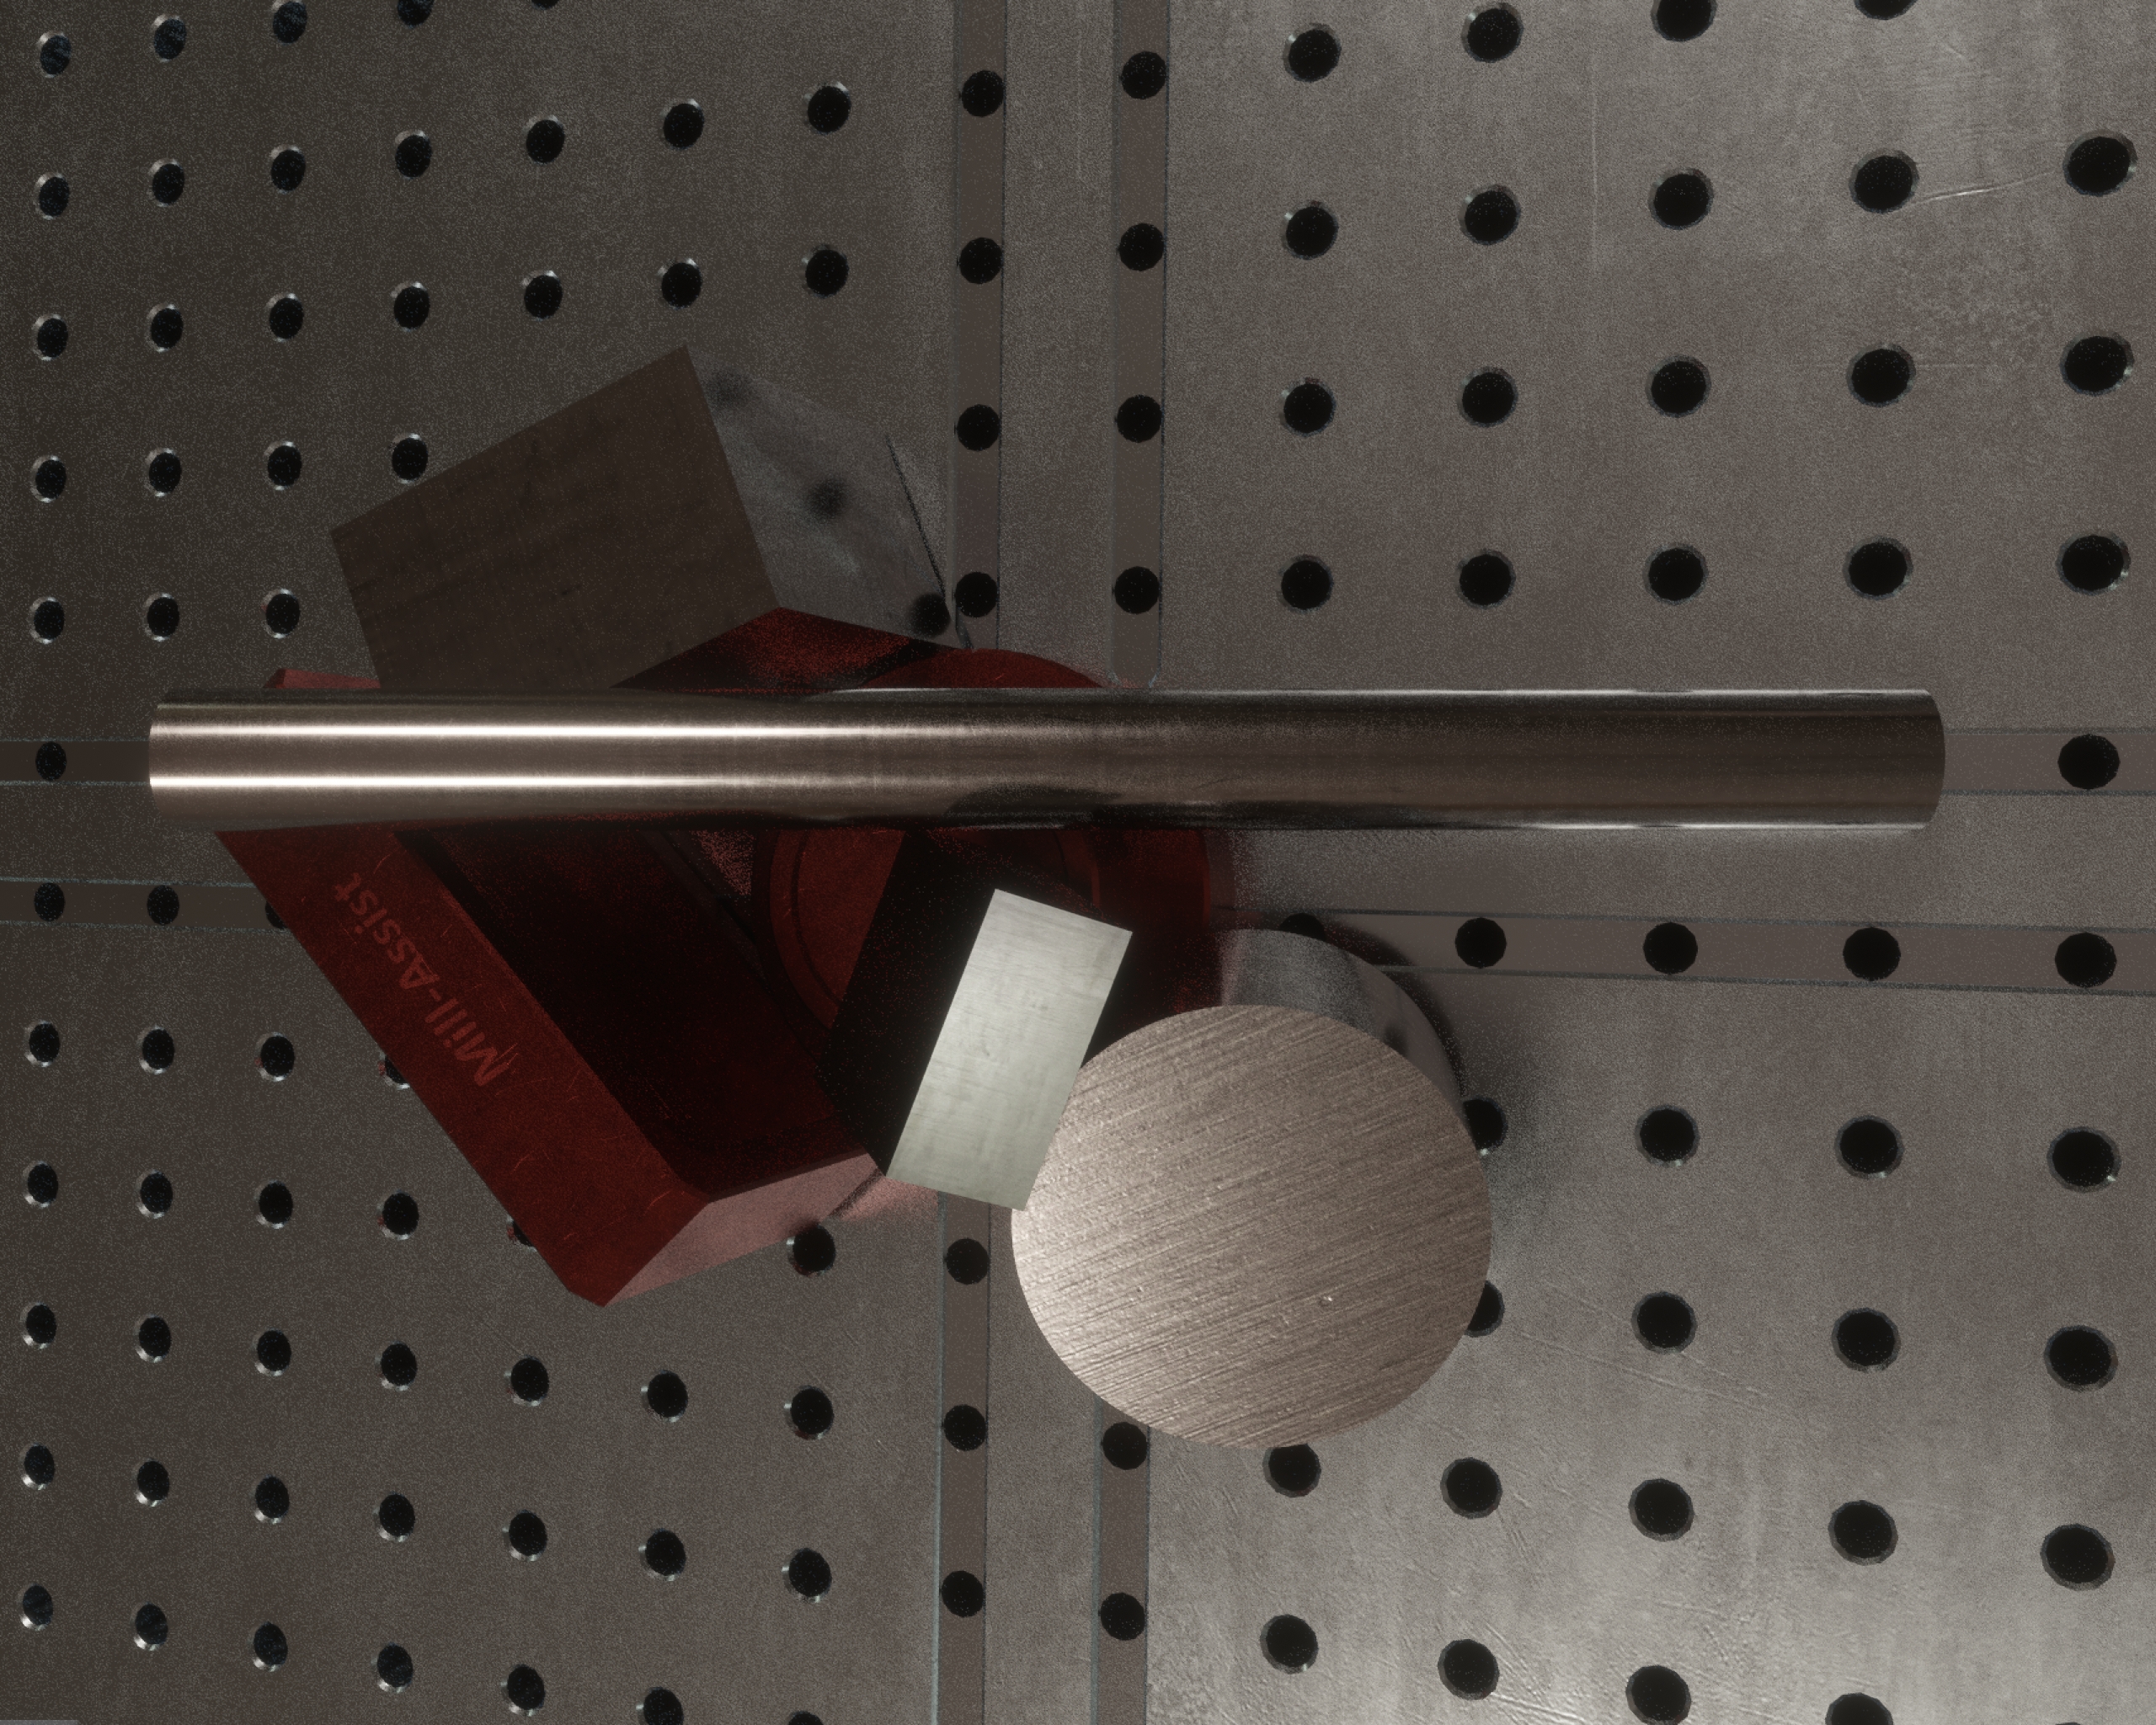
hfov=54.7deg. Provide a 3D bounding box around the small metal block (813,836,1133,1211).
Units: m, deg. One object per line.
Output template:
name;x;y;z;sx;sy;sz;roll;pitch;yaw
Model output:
small metal block;-0.020;0.025;0.359;0.025;0.050;0.050;19;96;-24

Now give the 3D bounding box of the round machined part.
round machined part;-0.021;0.006;0.413;0.098;0.042;0.097;0;90;19

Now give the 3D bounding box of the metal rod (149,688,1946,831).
metal rod;-0.005;-0.018;0.363;0.302;0.025;0.025;0;90;0

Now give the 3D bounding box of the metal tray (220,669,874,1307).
metal tray;-0.102;0.021;0.412;0.030;0.090;0.130;-45;76;14

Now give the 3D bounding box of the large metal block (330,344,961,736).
large metal block;-0.081;-0.053;0.409;0.080;0.080;0.050;-22;83;18

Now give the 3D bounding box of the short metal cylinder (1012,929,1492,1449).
short metal cylinder;0.031;0.057;0.375;0.080;0.050;0.079;1;102;4
